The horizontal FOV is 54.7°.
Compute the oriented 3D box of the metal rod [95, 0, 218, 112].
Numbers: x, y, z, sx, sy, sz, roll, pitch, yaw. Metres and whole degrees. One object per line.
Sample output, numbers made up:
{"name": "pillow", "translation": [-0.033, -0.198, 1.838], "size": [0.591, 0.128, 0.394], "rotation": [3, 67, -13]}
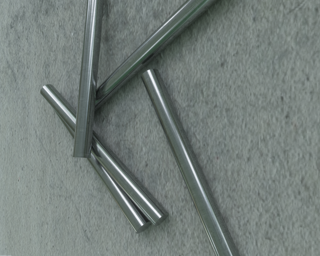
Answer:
{"name": "metal rod", "translation": [-0.022, -0.099, 0.420], "size": [0.299, 0.025, 0.025], "rotation": [-35, 69, 34]}

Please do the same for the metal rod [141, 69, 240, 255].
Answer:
{"name": "metal rod", "translation": [0.041, 0.060, 0.369], "size": [0.025, 0.025, 0.299], "rotation": [-35, 69, 34]}

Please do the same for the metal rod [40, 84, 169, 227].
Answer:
{"name": "metal rod", "translation": [-0.096, 0.027, 0.467], "size": [0.300, 0.025, 0.025], "rotation": [43, 116, 26]}

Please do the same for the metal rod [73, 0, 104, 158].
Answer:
{"name": "metal rod", "translation": [-0.104, -0.105, 0.462], "size": [0.025, 0.025, 0.298], "rotation": [-3, 81, 39]}

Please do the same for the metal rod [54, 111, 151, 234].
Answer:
{"name": "metal rod", "translation": [-0.109, 0.037, 0.492], "size": [0.300, 0.025, 0.025], "rotation": [48, 118, 29]}
